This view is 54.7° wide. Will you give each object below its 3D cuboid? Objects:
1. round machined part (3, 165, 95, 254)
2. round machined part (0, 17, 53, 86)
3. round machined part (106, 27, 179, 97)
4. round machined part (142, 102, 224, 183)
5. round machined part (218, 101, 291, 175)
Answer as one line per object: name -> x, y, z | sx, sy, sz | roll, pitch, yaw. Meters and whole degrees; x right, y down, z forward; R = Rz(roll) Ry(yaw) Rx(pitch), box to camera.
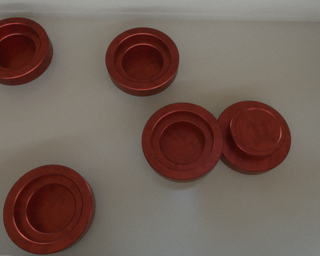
round machined part -> -0.125, 0.095, 0.364 | 0.099, 0.042, 0.098 | 0, 70, -1
round machined part -> -0.200, -0.103, 0.436 | 0.099, 0.042, 0.098 | 0, 70, -1
round machined part -> -0.023, -0.087, 0.432 | 0.099, 0.042, 0.098 | 0, 70, -1
round machined part -> 0.029, 0.020, 0.391 | 0.099, 0.042, 0.098 | -1, 71, 4
round machined part -> 0.120, 0.008, 0.399 | 0.099, 0.042, 0.098 | 0, 70, -1
